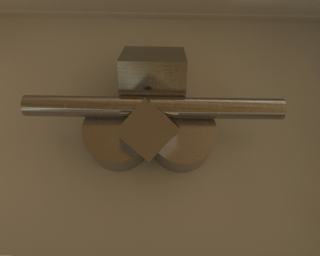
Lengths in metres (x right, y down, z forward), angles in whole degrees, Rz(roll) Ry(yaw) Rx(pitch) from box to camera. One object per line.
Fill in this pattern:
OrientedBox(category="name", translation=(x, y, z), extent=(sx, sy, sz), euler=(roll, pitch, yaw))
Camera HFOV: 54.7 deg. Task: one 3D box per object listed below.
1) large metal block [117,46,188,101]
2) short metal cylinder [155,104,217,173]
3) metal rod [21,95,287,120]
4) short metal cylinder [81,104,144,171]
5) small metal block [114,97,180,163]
OrientedBox(category="large metal block", translation=(-0.009, -0.071, 0.399), extent=(0.081, 0.050, 0.080), euler=(1, 27, 0))
OrientedBox(category="short metal cylinder", translation=(0.028, 0.012, 0.391), extent=(0.081, 0.050, 0.080), euler=(0, 70, 0))
OrientedBox(category="metal rod", translation=(-0.007, -0.024, 0.364), extent=(0.302, 0.025, 0.025), euler=(1, 70, 0))
OrientedBox(category="short metal cylinder", translation=(-0.053, 0.010, 0.391), extent=(0.081, 0.050, 0.080), euler=(0, 70, 0))
OrientedBox(category="small metal block", translation=(-0.014, 0.001, 0.343), extent=(0.050, 0.025, 0.050), euler=(41, 96, -6))
